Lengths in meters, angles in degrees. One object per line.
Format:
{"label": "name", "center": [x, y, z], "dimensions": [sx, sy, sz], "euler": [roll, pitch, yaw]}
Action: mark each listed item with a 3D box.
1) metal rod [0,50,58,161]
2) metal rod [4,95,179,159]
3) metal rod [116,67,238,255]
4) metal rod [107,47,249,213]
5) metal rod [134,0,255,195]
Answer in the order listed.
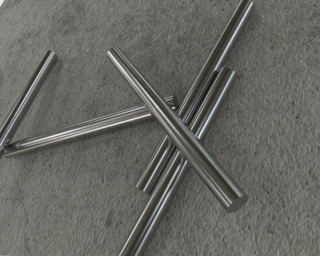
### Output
{"label": "metal rod", "center": [-0.241, -0.020, 0.518], "dimensions": [0.025, 0.025, 0.300], "euler": [-5, 52, 26]}
{"label": "metal rod", "center": [-0.115, 0.003, 0.462], "dimensions": [0.301, 0.025, 0.025], "euler": [-15, 56, 20]}
{"label": "metal rod", "center": [0.016, 0.055, 0.361], "dimensions": [0.025, 0.025, 0.300], "euler": [19, 72, 35]}
{"label": "metal rod", "center": [0.001, -0.021, 0.382], "dimensions": [0.025, 0.025, 0.300], "euler": [-39, 51, 2]}
{"label": "metal rod", "center": [0.052, -0.050, 0.407], "dimensions": [0.025, 0.025, 0.300], "euler": [19, 72, 35]}
